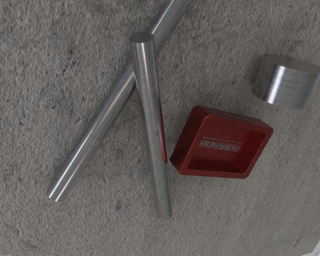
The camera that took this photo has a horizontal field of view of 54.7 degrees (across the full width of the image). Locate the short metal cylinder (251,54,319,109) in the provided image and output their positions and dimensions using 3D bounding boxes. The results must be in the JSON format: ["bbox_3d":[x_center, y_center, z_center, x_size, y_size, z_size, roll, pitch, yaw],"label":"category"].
[{"bbox_3d":[0.172,-0.066,0.425,0.081,0.080,0.050,-4,121,-26],"label":"short metal cylinder"}]

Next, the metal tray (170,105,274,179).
[{"bbox_3d":[0.088,0.024,0.433,0.131,0.030,0.089,9,114,-32],"label":"metal tray"}]

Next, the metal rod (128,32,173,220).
[{"bbox_3d":[-0.005,0.024,0.399,0.025,0.025,0.298,-21,133,-16],"label":"metal rod"}]

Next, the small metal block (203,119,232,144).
[{"bbox_3d":[0.078,0.004,0.452,0.050,0.025,0.050,22,106,-36],"label":"small metal block"}]

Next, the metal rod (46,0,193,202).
[{"bbox_3d":[-0.048,-0.037,0.357,0.025,0.025,0.299,26,104,-37],"label":"metal rod"}]
